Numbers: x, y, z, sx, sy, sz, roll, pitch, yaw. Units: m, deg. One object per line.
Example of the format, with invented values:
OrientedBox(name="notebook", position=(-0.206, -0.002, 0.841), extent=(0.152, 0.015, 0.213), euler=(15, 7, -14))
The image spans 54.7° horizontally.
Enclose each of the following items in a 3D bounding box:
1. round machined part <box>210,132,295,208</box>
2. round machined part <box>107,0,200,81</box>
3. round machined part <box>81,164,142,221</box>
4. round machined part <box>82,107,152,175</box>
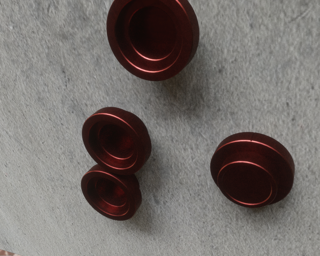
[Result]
OrientedBox(name="round machined part", position=(0.108, 0.057, 0.374), extent=(0.098, 0.042, 0.097), euler=(13, 124, 20))
OrientedBox(name="round machined part", position=(-0.004, -0.104, 0.333), extent=(0.098, 0.042, 0.097), euler=(13, 124, 20))
OrientedBox(name="round machined part", position=(-0.072, 0.096, 0.491), extent=(0.098, 0.042, 0.097), euler=(13, 124, 20))
OrientedBox(name="round machined part", position=(-0.056, 0.014, 0.432), extent=(0.098, 0.042, 0.097), euler=(13, 124, 20))
